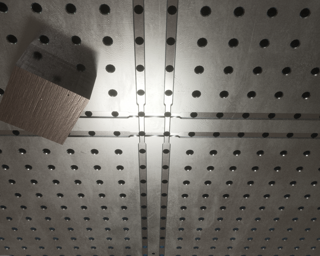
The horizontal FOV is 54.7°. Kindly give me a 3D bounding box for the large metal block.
[{"bbox_3d":[-0.132,-0.037,0.362,0.080,0.050,0.080,26,125,-21],"label":"large metal block"}]
